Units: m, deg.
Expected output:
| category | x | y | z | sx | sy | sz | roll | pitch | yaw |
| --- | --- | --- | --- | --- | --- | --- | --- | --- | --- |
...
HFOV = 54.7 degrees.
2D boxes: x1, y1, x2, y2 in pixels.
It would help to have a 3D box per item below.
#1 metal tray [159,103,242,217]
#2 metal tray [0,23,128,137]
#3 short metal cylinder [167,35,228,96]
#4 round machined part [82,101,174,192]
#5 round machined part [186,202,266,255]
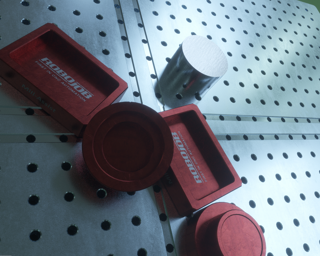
| category | x | y | z | sx | sy | sz | roll | pitch | yaw |
| --- | --- | --- | --- | --- | --- | --- | --- | --- | --- |
| metal tray | 0.038 | 0.036 | 0.404 | 0.091 | 0.030 | 0.130 | -17 | 71 | -35 |
| metal tray | -0.116 | -0.062 | 0.380 | 0.130 | 0.030 | 0.090 | 39 | 51 | -2 |
| short metal cylinder | 0.058 | -0.098 | 0.485 | 0.081 | 0.050 | 0.080 | 14 | 56 | -21 |
| round machined part | -0.037 | 0.022 | 0.351 | 0.099 | 0.042 | 0.098 | 3 | 79 | -13 |
| round machined part | 0.083 | 0.134 | 0.362 | 0.099 | 0.042 | 0.098 | 14 | 56 | -21 |
